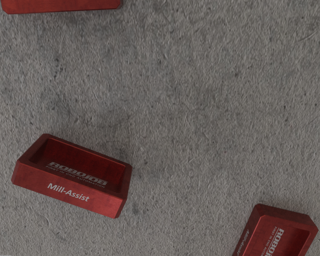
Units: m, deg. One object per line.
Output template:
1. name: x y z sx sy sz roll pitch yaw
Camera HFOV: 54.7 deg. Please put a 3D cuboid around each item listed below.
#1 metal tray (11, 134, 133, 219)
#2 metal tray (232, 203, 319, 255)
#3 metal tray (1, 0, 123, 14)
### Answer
1. metal tray: -0.104 0.058 0.395 0.131 0.090 0.030 22 109 -8
2. metal tray: 0.170 0.186 0.477 0.091 0.030 0.129 14 109 -6
3. metal tray: -0.111 -0.176 0.341 0.131 0.030 0.089 -3 110 1
